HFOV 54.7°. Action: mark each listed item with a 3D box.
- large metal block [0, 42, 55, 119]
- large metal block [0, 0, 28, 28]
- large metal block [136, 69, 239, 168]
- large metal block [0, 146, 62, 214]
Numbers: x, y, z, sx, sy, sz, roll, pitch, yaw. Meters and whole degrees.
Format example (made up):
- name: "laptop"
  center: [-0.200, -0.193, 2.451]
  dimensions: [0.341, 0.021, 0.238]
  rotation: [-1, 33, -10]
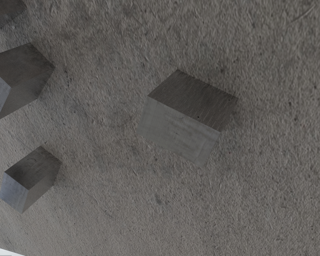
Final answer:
- name: "large metal block"
  center: [-0.209, -0.066, 0.441]
  dimensions: [0.050, 0.080, 0.080]
  rotation: [45, 129, -3]
- name: "large metal block"
  center: [-0.239, -0.175, 0.409]
  dimensions: [0.080, 0.050, 0.080]
  rotation: [-15, 111, 34]
- name: "large metal block"
  center: [0.032, -0.014, 0.345]
  dimensions: [0.080, 0.080, 0.050]
  rotation: [28, 128, 11]
- name: "large metal block"
  center: [-0.229, 0.091, 0.549]
  dimensions: [0.050, 0.080, 0.079]
  rotation: [36, 129, 4]
